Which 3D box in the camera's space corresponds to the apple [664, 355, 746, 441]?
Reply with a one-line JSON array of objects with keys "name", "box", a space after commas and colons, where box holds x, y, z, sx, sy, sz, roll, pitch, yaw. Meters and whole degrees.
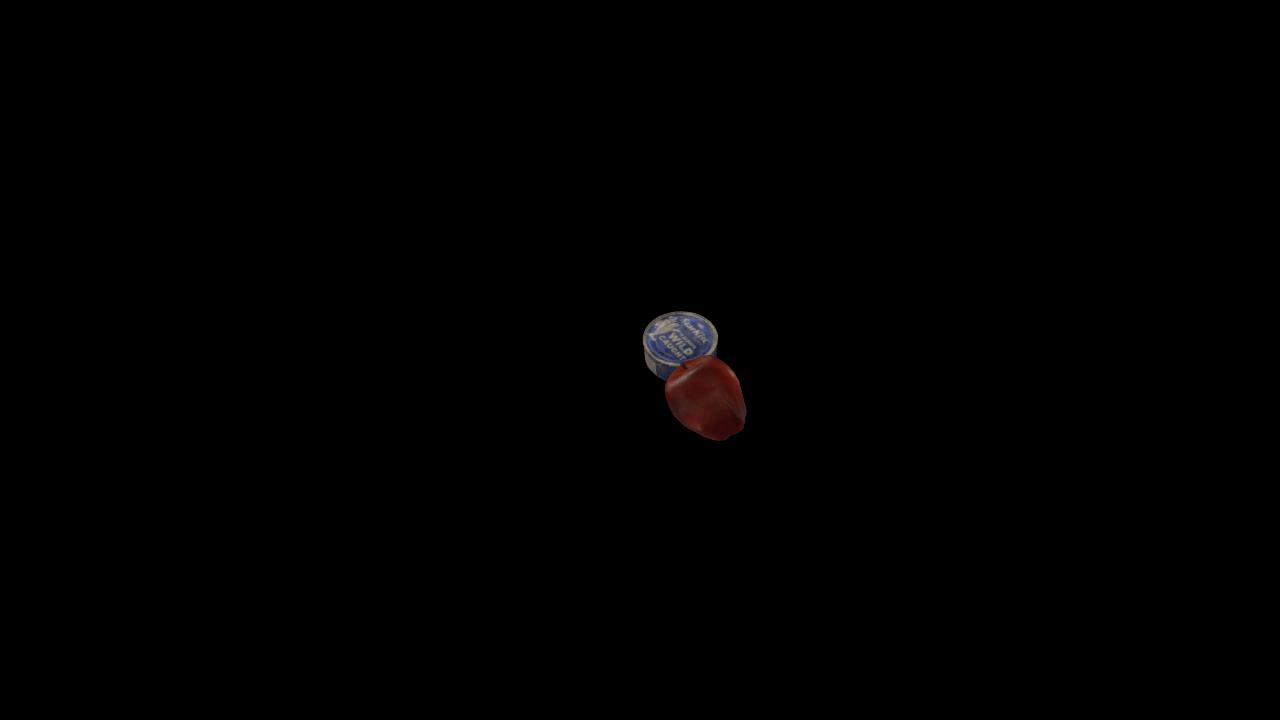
[{"name": "apple", "box": [0.068, 0.039, 0.640, 0.079, 0.093, 0.079, -36, 12, 9]}]

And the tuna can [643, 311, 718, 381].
[{"name": "tuna can", "box": [0.046, -0.015, 0.696, 0.084, 0.084, 0.034, 0, -42, 6]}]
